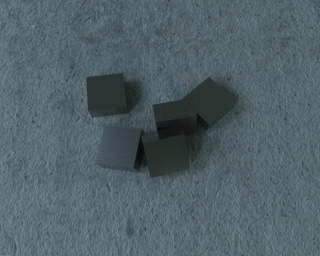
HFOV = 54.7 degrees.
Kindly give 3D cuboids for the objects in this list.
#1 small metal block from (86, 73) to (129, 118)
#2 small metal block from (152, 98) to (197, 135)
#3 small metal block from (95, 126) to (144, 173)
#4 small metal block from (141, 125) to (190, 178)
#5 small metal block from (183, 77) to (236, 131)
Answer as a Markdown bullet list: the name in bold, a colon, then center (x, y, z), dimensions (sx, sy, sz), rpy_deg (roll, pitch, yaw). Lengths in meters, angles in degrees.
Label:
- **small metal block**: center (-0.072, -0.045, 0.424), dimensions (0.050, 0.025, 0.050), rpy_deg (-7, 70, -3)
- **small metal block**: center (0.020, -0.011, 0.396), dimensions (0.050, 0.050, 0.025), rpy_deg (-10, 64, 1)
- **small metal block**: center (-0.048, 0.026, 0.392), dimensions (0.050, 0.025, 0.050), rpy_deg (5, 69, 16)
- **small metal block**: center (0.007, 0.029, 0.383), dimensions (0.050, 0.050, 0.025), rpy_deg (-13, 26, -5)
- **small metal block**: center (0.065, -0.033, 0.420), dimensions (0.050, 0.025, 0.050), rpy_deg (-40, 75, -14)
